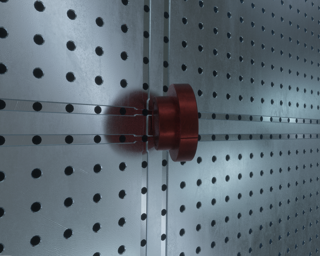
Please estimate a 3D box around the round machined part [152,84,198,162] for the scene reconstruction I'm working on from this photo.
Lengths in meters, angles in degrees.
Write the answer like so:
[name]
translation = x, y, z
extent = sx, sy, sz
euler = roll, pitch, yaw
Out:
[round machined part]
translation = 0.015, -0.006, 0.387
extent = 0.042, 0.098, 0.097
euler = -2, 92, -9
